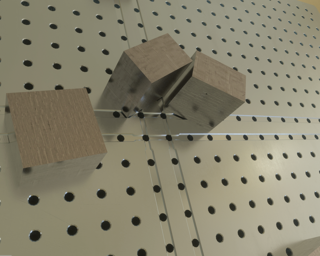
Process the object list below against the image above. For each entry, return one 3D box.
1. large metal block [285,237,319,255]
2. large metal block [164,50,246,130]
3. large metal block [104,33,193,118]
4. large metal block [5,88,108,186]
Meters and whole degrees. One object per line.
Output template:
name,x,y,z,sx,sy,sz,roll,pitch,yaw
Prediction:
large metal block,0.206,0.190,0.390,0.081,0.050,0.080,-14,69,-34
large metal block,0.063,-0.050,0.440,0.080,0.080,0.050,23,53,-15
large metal block,-0.016,-0.069,0.407,0.081,0.080,0.050,-35,82,-39
large metal block,-0.112,0.007,0.328,0.081,0.050,0.080,-9,66,-32
